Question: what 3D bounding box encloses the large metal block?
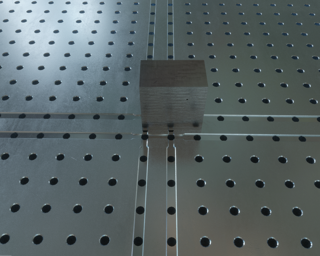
[{"bbox_3d":[0.016,-0.042,0.407,0.080,0.080,0.050,0,50,0],"label":"large metal block"}]
